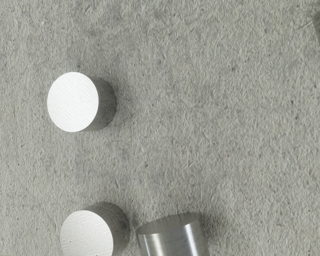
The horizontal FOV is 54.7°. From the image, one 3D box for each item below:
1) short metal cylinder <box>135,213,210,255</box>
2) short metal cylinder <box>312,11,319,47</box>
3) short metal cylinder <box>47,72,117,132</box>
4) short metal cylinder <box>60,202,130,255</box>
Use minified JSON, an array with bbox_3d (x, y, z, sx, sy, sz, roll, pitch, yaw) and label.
[{"bbox_3d":[0.015,0.139,0.374,0.080,0.080,0.050,-16,85,19],"label":"short metal cylinder"},{"bbox_3d":[0.202,-0.100,0.308,0.080,0.080,0.050,-15,85,19],"label":"short metal cylinder"},{"bbox_3d":[-0.108,-0.034,0.434,0.080,0.050,0.080,0,90,20],"label":"short metal cylinder"},{"bbox_3d":[-0.088,0.147,0.427,0.080,0.050,0.080,0,90,20],"label":"short metal cylinder"}]
